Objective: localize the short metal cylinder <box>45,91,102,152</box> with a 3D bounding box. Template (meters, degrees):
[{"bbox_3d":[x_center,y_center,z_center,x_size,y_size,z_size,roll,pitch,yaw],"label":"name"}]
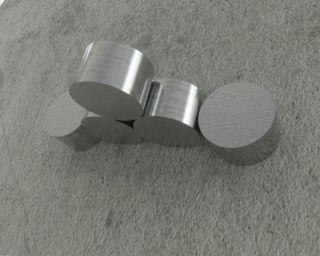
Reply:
[{"bbox_3d":[-0.121,-0.012,0.460,0.080,0.050,0.080,-13,57,21],"label":"short metal cylinder"}]

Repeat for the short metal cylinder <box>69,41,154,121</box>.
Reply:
[{"bbox_3d":[-0.051,-0.049,0.338,0.080,0.080,0.050,1,63,28],"label":"short metal cylinder"}]

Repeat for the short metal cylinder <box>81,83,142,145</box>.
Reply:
[{"bbox_3d":[-0.057,-0.017,0.411,0.080,0.080,0.050,0,62,28],"label":"short metal cylinder"}]

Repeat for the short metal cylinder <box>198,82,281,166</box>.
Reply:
[{"bbox_3d":[0.089,-0.004,0.344,0.080,0.050,0.080,-13,57,21],"label":"short metal cylinder"}]

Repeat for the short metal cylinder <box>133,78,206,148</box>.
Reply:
[{"bbox_3d":[0.014,-0.016,0.373,0.080,0.080,0.050,0,61,28],"label":"short metal cylinder"}]
